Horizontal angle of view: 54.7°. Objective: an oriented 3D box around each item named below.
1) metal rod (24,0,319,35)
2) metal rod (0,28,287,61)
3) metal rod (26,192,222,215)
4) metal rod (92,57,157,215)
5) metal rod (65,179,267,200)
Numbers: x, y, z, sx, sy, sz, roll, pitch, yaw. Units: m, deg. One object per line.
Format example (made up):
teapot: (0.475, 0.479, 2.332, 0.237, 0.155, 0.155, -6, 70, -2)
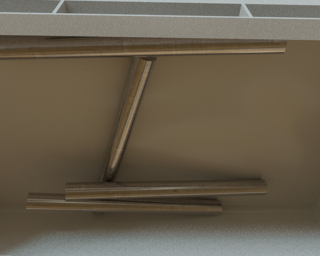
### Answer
metal rod: (0.022, -0.115, 0.311, 0.302, 0.025, 0.025, 3, 130, -3)
metal rod: (-0.028, -0.086, 0.320, 0.302, 0.025, 0.025, 0, 130, 5)
metal rod: (-0.044, 0.120, 0.484, 0.302, 0.025, 0.025, 6, 130, -16)
metal rod: (-0.060, 0.028, 0.432, 0.025, 0.025, 0.298, 13, 129, -11)
metal rod: (0.016, 0.092, 0.466, 0.302, 0.025, 0.025, 1, 131, -10)
